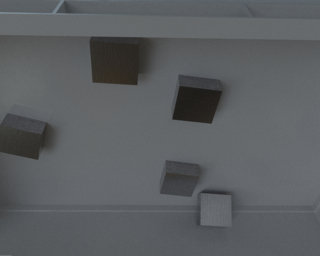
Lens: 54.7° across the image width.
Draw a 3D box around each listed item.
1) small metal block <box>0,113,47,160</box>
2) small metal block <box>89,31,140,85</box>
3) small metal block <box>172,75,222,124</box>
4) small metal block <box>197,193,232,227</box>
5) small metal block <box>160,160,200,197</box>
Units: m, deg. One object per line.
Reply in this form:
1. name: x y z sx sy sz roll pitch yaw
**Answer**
1. small metal block: -0.184 0.012 0.417 0.050 0.025 0.050 14 129 -12
2. small metal block: -0.049 -0.077 0.343 0.050 0.025 0.050 3 130 -3
3. small metal block: 0.044 -0.035 0.380 0.050 0.025 0.050 6 130 -6
4. small metal block: 0.088 0.135 0.505 0.050 0.050 0.025 5 161 -5
5. small metal block: 0.029 0.079 0.477 0.050 0.025 0.050 8 130 -7
